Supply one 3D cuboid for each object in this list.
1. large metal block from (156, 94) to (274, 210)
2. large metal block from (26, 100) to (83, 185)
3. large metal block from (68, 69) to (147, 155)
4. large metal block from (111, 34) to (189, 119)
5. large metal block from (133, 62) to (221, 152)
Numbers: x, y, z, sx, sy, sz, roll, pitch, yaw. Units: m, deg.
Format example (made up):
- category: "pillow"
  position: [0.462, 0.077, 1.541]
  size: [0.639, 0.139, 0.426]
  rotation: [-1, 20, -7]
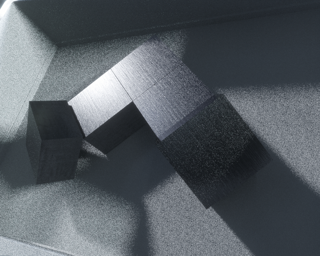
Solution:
- category: "large metal block"
  position: [0.052, 0.021, 0.320]
  size: [0.080, 0.050, 0.080]
  rotation: [-38, 95, 3]
- category: "large metal block"
  position: [-0.149, 0.018, 0.427]
  size: [0.080, 0.050, 0.079]
  rotation: [55, 136, 39]
- category: "large metal block"
  position: [-0.074, -0.024, 0.441]
  size: [0.080, 0.050, 0.080]
  rotation: [-38, 51, 3]
- category: "large metal block"
  position: [-0.010, -0.073, 0.437]
  size: [0.080, 0.050, 0.080]
  rotation: [-38, 51, 3]
- category: "large metal block"
  position: [0.026, -0.021, 0.387]
  size: [0.080, 0.050, 0.080]
  rotation: [-38, 51, 3]
